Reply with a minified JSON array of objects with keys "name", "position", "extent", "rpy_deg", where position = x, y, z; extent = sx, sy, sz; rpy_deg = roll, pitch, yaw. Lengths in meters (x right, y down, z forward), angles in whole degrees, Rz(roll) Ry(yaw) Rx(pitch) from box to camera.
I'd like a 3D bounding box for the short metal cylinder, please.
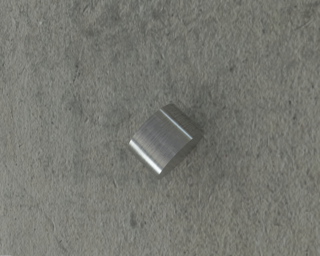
[{"name":"short metal cylinder","position":[0.008,0.016,0.376],"extent":[0.050,0.080,0.080],"rpy_deg":[44,104,14]}]
